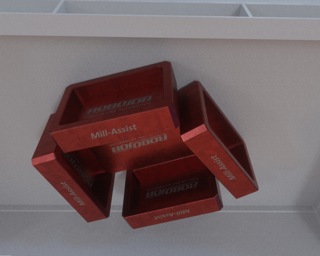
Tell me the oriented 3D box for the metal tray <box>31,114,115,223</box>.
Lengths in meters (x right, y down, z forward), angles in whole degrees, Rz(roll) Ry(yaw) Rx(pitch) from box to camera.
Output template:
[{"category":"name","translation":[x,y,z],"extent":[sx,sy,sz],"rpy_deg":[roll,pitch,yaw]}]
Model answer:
[{"category":"metal tray","translation":[-0.104,0.050,0.405],"extent":[0.030,0.090,0.130],"rpy_deg":[-17,129,13]}]

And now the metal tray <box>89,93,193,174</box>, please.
[{"category":"metal tray","translation":[-0.028,0.008,0.409],"extent":[0.130,0.030,0.090],"rpy_deg":[-15,129,12]}]

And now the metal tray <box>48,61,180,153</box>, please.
[{"category":"metal tray","translation":[-0.047,-0.025,0.341],"extent":[0.131,0.090,0.030],"rpy_deg":[-12,129,9]}]

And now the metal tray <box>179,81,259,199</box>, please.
[{"category":"metal tray","translation":[0.071,0.016,0.379],"extent":[0.030,0.090,0.130],"rpy_deg":[-29,125,23]}]

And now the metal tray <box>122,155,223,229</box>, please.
[{"category":"metal tray","translation":[0.015,0.083,0.435],"extent":[0.130,0.090,0.030],"rpy_deg":[-16,128,12]}]
